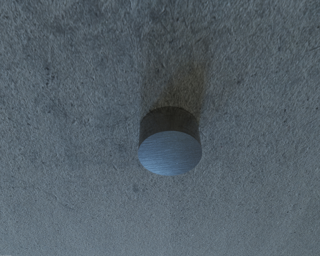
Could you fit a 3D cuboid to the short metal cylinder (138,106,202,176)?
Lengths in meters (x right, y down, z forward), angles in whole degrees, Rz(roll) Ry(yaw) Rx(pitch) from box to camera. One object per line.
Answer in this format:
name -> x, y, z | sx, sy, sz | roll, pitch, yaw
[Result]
short metal cylinder -> 0.013, 0.017, 0.407 | 0.081, 0.050, 0.079 | 0, 130, 0
